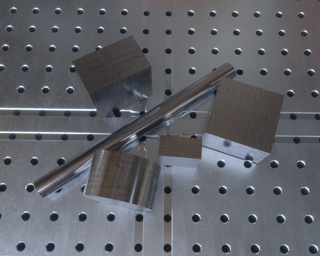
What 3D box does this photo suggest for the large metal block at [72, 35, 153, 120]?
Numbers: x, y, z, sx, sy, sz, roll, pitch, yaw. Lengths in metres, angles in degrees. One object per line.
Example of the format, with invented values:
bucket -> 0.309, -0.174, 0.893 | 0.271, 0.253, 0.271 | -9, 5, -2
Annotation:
large metal block -> -0.058, -0.063, 0.406 | 0.080, 0.080, 0.050 | -27, 73, -10

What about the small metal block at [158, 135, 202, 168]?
small metal block -> 0.024, 0.031, 0.388 | 0.050, 0.050, 0.025 | 5, 70, 1

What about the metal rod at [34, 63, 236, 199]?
metal rod -> -0.024, -0.003, 0.412 | 0.301, 0.025, 0.025 | -33, 74, -12

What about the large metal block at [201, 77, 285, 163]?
large metal block -> 0.104, -0.009, 0.400 | 0.080, 0.050, 0.080 | 18, 71, 6

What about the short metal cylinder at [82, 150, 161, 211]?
short metal cylinder -> -0.043, 0.062, 0.359 | 0.080, 0.080, 0.050 | 11, 71, 3
